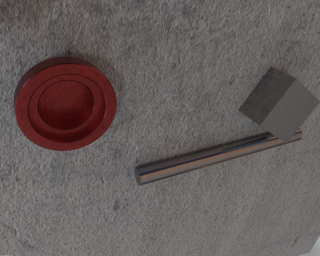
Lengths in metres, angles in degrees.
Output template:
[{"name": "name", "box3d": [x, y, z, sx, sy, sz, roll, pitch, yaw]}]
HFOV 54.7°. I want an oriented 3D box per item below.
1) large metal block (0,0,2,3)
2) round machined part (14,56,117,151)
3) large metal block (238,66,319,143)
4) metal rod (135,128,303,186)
[{"name": "large metal block", "box3d": [-0.155, -0.116, 0.215, 0.050, 0.080, 0.080, -48, 129, 5]}, {"name": "round machined part", "box3d": [-0.099, -0.028, 0.325, 0.099, 0.042, 0.097, -14, 125, -21]}, {"name": "large metal block", "box3d": [0.181, -0.034, 0.472, 0.080, 0.050, 0.080, 26, 104, -38]}, {"name": "metal rod", "box3d": [0.106, 0.040, 0.491, 0.303, 0.025, 0.025, -12, 124, -22]}]
